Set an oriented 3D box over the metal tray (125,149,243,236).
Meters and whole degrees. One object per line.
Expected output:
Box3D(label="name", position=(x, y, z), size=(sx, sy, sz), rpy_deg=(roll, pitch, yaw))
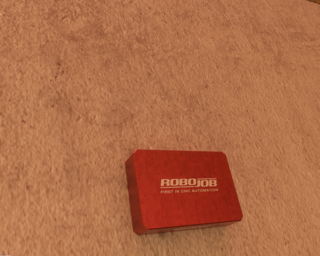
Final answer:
Box3D(label="metal tray", position=(0.029, 0.074, 0.371), size=(0.131, 0.030, 0.090), rpy_deg=(4, 60, -26))
